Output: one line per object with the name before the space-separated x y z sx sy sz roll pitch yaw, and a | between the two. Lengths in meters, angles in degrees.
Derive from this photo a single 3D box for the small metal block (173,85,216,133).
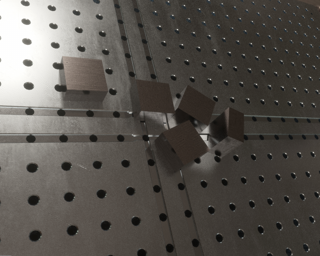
small metal block | 0.049 -0.027 0.453 0.050 0.025 0.050 31 52 -9

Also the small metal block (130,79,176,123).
small metal block | -0.011 -0.037 0.426 0.050 0.025 0.050 3 60 -27

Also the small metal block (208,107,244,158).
small metal block | 0.093 0.007 0.440 0.025 0.050 0.050 23 53 -15

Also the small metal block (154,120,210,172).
small metal block | 0.030 0.023 0.412 0.050 0.025 0.050 -24 75 -37

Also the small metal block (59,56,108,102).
small metal block | -0.098 -0.062 0.394 0.050 0.025 0.050 -1 62 -29
